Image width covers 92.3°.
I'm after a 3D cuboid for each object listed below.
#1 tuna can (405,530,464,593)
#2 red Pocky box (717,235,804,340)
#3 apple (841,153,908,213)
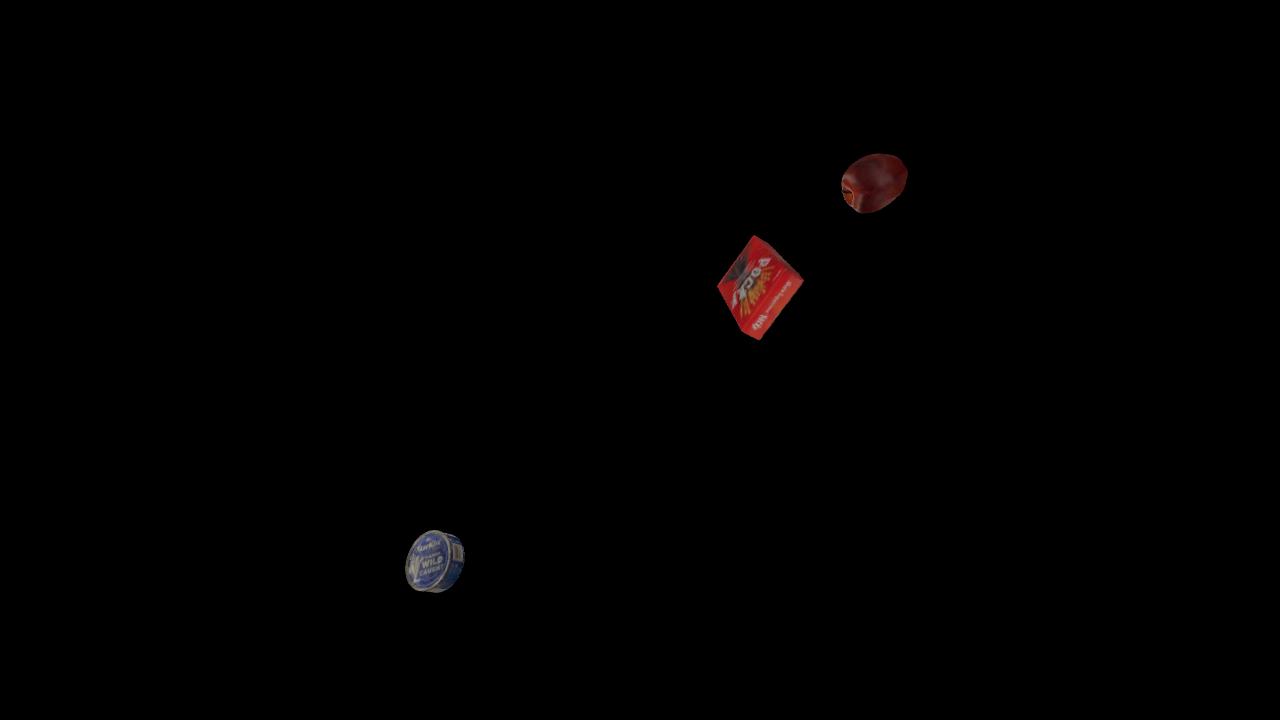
[{"bbox_3d":[-0.295,0.290,0.887,0.084,0.084,0.034,0,-23,30],"label":"tuna can"},{"bbox_3d":[0.135,-0.089,0.715,0.028,0.083,0.155,30,19,-16],"label":"red Pocky box"},{"bbox_3d":[0.335,-0.256,0.885,0.093,0.079,0.079,-22,0,0],"label":"apple"}]
